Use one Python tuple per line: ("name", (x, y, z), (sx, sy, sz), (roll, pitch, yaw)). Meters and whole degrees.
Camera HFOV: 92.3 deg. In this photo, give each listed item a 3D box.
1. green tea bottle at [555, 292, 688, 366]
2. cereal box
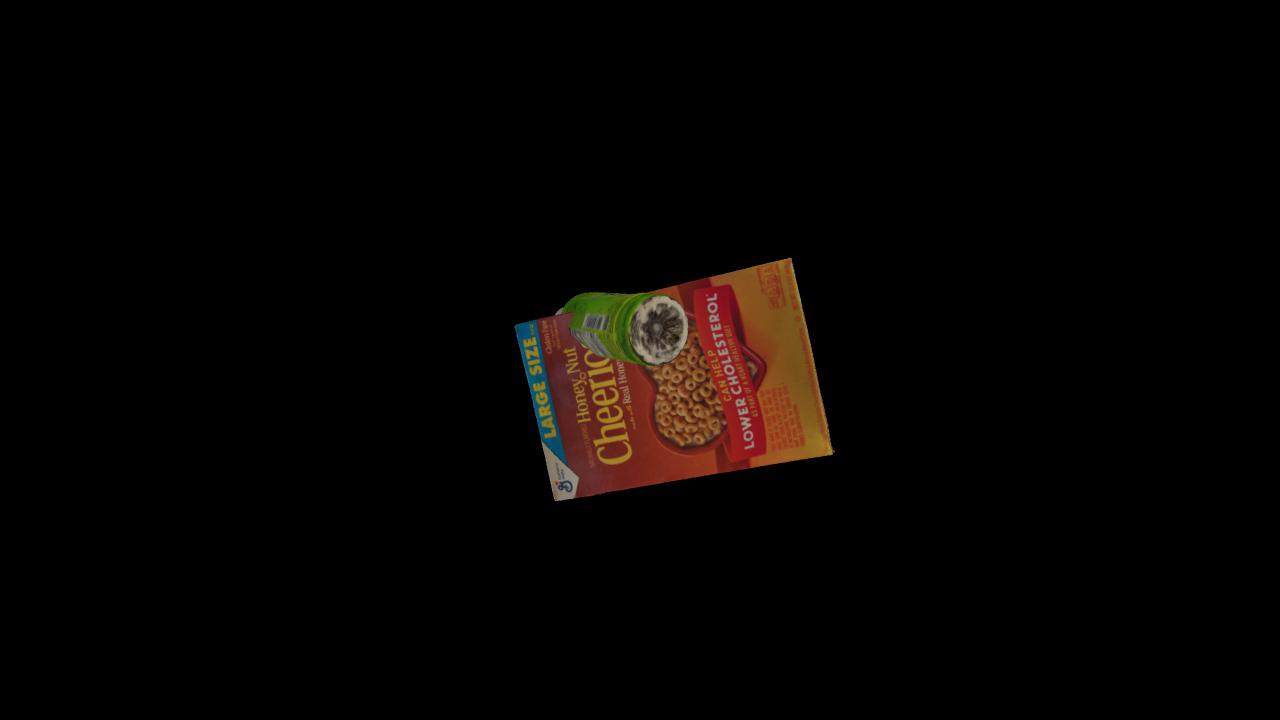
("green tea bottle", (-0.036, -0.038, 0.651), (0.073, 0.073, 0.212), (0, 7, -33))
("cereal box", (0.033, 0.026, 0.666), (0.306, 0.203, 0.081), (-12, 0, 13))
